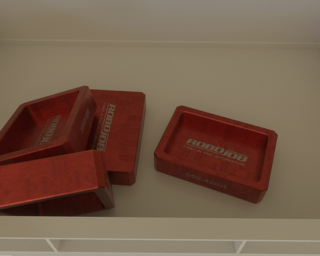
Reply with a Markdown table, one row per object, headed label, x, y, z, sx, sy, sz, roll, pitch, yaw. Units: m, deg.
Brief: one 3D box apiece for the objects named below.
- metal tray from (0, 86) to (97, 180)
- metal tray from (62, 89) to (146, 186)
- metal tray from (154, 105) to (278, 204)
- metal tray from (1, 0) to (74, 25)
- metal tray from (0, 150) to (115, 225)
| label | x | y | z | sx | sy | sz | roll | pitch | yaw |
| --- | --- | --- | --- | --- | --- | --- | --- | --- | --- |
| metal tray | -0.123 | 0.003 | 0.334 | 0.090 | 0.030 | 0.130 | -15 | 30 | 5 |
| metal tray | -0.069 | 0.007 | 0.395 | 0.091 | 0.030 | 0.130 | 4 | 50 | 2 |
| metal tray | 0.068 | 0.028 | 0.379 | 0.130 | 0.030 | 0.090 | 17 | 52 | 13 |
| metal tray | -0.236 | -0.260 | 0.619 | 0.090 | 0.030 | 0.130 | 17 | 52 | 13 |
| metal tray | -0.092 | 0.060 | 0.284 | 0.091 | 0.130 | 0.030 | -10 | 70 | -8 |
